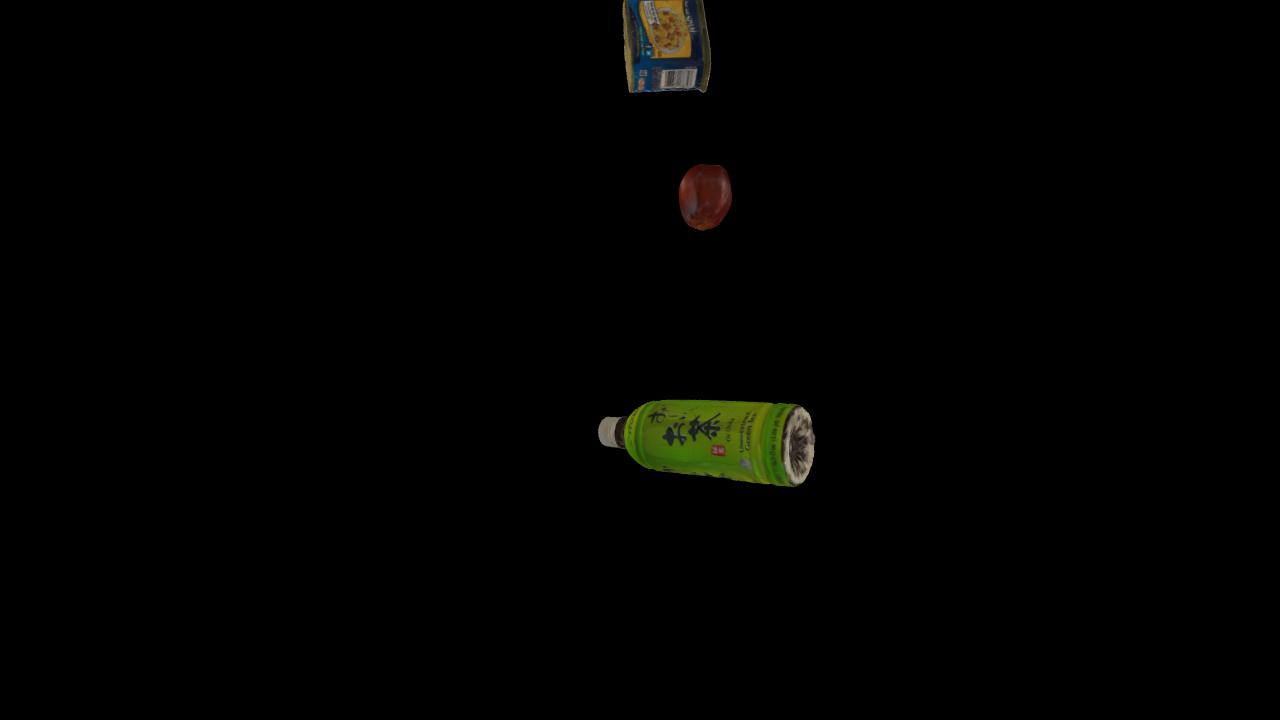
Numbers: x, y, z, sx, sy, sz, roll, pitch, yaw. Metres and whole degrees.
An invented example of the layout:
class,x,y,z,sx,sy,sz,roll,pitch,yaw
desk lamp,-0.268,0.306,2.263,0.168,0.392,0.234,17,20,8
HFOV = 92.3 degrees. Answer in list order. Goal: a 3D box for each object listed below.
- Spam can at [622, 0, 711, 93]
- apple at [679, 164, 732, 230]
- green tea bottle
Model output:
class,x,y,z,sx,sy,sz,roll,pitch,yaw
Spam can,0.027,-0.341,0.666,0.085,0.101,0.058,-4,-20,-4
apple,0.092,-0.231,0.870,0.079,0.093,0.079,5,-19,2
green tea bottle,0.051,0.072,0.572,0.212,0.073,0.073,-1,-1,39
